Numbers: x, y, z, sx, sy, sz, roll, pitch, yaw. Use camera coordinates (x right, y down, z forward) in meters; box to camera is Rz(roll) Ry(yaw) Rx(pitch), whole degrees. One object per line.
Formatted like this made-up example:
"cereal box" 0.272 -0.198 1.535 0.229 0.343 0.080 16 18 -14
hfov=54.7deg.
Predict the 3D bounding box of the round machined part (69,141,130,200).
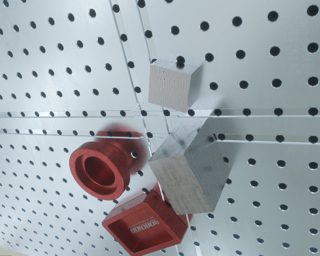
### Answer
"round machined part" -0.089 0.062 0.486 0.098 0.042 0.097 13 124 21

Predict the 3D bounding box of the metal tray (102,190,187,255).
"metal tray" -0.030 0.167 0.526 0.090 0.030 0.130 49 129 -7

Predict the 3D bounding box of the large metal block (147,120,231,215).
"large metal block" 0.040 0.048 0.385 0.050 0.080 0.080 -16 110 34

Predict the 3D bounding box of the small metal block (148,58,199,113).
"small metal block" 0.015 -0.051 0.372 0.050 0.025 0.050 17 125 18
